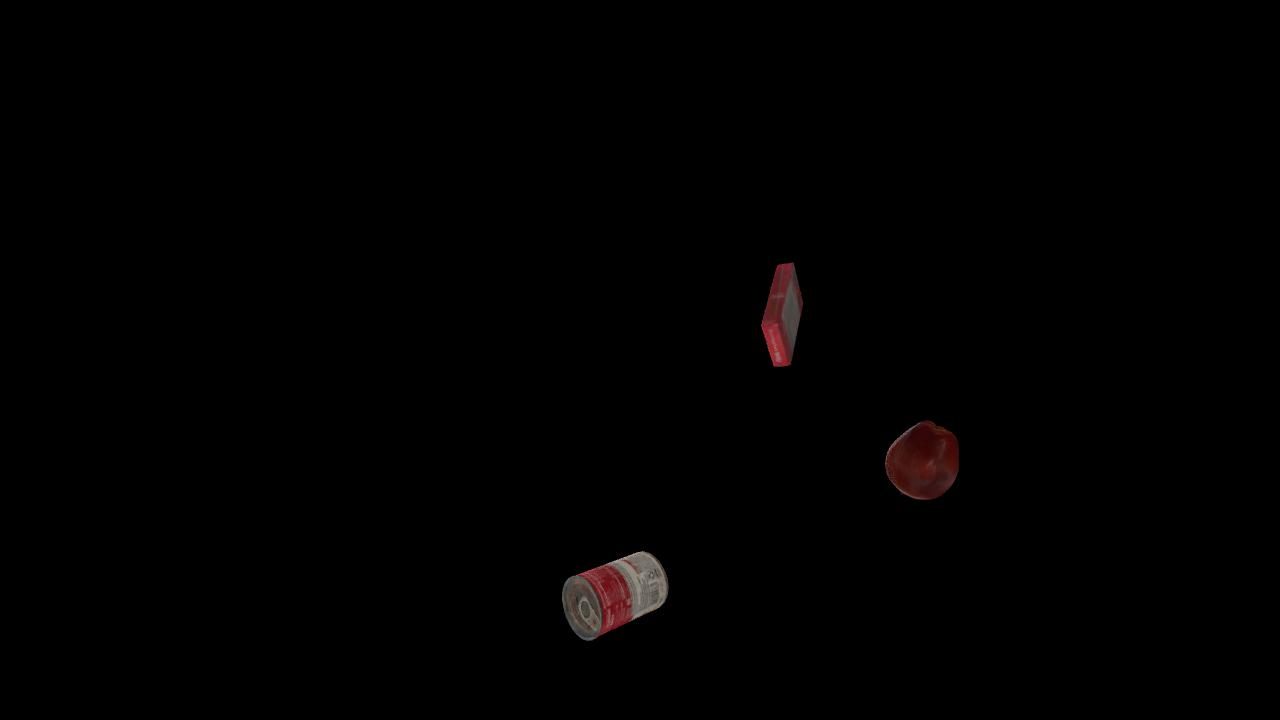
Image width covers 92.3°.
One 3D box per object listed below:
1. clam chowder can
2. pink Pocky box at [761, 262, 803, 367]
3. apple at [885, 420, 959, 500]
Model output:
[{"bbox_3d":[-0.026,0.259,0.684,0.102,0.068,0.068,-6,4,-42],"label":"clam chowder can"},{"bbox_3d":[0.220,-0.071,0.944,0.029,0.084,0.155,-4,41,27],"label":"pink Pocky box"},{"bbox_3d":[0.335,0.121,0.729,0.079,0.093,0.079,20,15,-6],"label":"apple"}]
